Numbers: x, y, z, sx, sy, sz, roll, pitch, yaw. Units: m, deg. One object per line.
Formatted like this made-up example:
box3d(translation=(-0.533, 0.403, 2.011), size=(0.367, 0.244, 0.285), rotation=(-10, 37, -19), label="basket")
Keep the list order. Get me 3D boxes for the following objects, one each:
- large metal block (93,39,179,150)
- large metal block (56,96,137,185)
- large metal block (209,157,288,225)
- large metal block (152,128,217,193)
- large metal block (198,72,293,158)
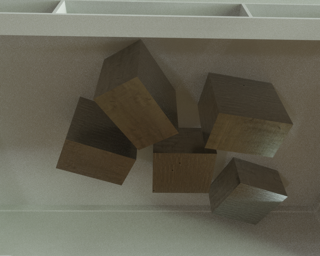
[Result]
box3d(translation=(-0.022, -0.037, 0.341), size=(0.050, 0.080, 0.080), rotation=(-24, 126, 19), label="large metal block")
box3d(translation=(-0.074, 0.015, 0.385), size=(0.081, 0.080, 0.050), rotation=(18, 128, -16), label="large metal block")
box3d(translation=(0.132, 0.099, 0.479), size=(0.081, 0.050, 0.079), rotation=(18, 128, -15), label="large metal block")
box3d(translation=(0.030, 0.046, 0.432), size=(0.081, 0.050, 0.079), rotation=(1, 130, -1), label="large metal block")
box3d(translation=(0.093, -0.017, 0.360), size=(0.081, 0.080, 0.050), rotation=(8, 130, -8), label="large metal block")
